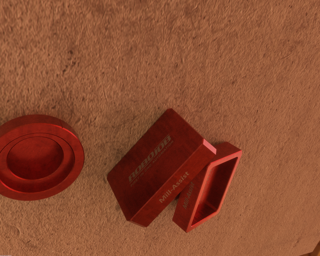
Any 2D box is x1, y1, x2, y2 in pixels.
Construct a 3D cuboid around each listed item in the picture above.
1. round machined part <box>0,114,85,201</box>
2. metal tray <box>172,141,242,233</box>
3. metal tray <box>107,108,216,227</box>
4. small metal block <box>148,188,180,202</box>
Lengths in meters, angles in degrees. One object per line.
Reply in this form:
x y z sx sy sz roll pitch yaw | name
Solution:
-0.137 0.028 0.339 0.099 0.042 0.097 -14 124 -21 | round machined part
0.073 0.091 0.482 0.091 0.030 0.129 -13 126 -44 | metal tray
-0.003 0.047 0.392 0.130 0.090 0.030 -47 129 5 | metal tray
0.003 0.089 0.463 0.050 0.025 0.050 -24 127 -14 | small metal block
